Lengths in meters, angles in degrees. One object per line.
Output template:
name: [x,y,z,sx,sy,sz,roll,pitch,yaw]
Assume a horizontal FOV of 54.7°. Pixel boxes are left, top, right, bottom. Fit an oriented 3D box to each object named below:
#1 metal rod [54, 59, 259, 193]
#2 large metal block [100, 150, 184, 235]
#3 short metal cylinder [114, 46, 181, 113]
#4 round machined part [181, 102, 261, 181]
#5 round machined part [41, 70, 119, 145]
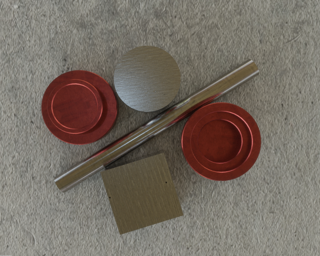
metal rod: [-0.004,-0.003,0.412,0.301,0.025,0.025,-31,90,0]
large metal block: [-0.022,0.079,0.399,0.080,0.050,0.080,-17,90,0]
short metal cylinder: [-0.015,-0.060,0.398,0.081,0.050,0.079,0,90,0]
round machined part: [0.076,0.017,0.403,0.099,0.042,0.097,0,90,0]
round machined part: [-0.105,-0.027,0.401,0.099,0.042,0.097,0,90,0]
